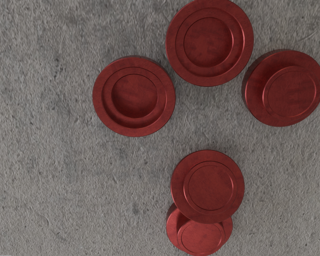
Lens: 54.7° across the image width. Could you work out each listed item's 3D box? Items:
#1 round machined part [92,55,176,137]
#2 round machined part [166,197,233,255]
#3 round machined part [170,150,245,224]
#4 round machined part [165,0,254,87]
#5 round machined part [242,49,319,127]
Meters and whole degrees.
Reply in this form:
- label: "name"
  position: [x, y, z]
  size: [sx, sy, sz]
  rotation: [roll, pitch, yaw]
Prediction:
- label: "round machined part"
  position: [-0.030, -0.041, 0.385]
  size: [0.099, 0.042, 0.097]
  rotation: [0, 110, 0]
- label: "round machined part"
  position: [0.058, 0.148, 0.456]
  size: [0.099, 0.042, 0.097]
  rotation: [0, 110, 0]
- label: "round machined part"
  position: [0.063, 0.077, 0.409]
  size: [0.099, 0.042, 0.097]
  rotation: [0, 83, -1]
- label: "round machined part"
  position: [0.055, -0.101, 0.364]
  size: [0.099, 0.042, 0.097]
  rotation: [0, 110, 0]
- label: "round machined part"
  position: [0.156, -0.046, 0.385]
  size: [0.099, 0.042, 0.097]
  rotation: [0, 110, 0]
